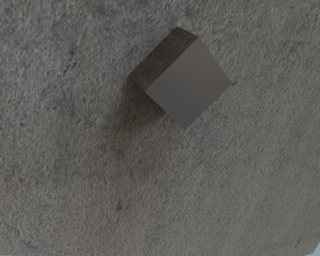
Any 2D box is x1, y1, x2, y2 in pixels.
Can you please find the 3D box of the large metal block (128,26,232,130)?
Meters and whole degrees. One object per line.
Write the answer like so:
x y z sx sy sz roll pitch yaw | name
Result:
0.025 -0.058 0.368 0.080 0.050 0.080 -45 129 3 | large metal block
